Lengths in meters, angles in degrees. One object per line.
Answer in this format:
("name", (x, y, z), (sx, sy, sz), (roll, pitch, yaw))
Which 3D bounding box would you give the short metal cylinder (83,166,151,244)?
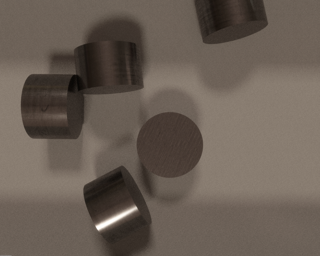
("short metal cylinder", (-0.051, 0.094, 0.383), (0.050, 0.080, 0.080), (-28, 90, 0))

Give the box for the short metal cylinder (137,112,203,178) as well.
("short metal cylinder", (0.012, 0.020, 0.399), (0.081, 0.050, 0.079), (0, 90, -1))

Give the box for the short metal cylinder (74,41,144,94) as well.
("short metal cylinder", (-0.063, -0.072, 0.383), (0.081, 0.080, 0.050), (-6, 90, -1))

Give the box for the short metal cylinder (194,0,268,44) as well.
("short metal cylinder", (0.088, -0.142, 0.385), (0.080, 0.080, 0.050), (-12, 90, 0))

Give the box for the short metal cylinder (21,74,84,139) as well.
("short metal cylinder", (-0.129, -0.026, 0.382), (0.050, 0.080, 0.079), (1, 90, 0))
